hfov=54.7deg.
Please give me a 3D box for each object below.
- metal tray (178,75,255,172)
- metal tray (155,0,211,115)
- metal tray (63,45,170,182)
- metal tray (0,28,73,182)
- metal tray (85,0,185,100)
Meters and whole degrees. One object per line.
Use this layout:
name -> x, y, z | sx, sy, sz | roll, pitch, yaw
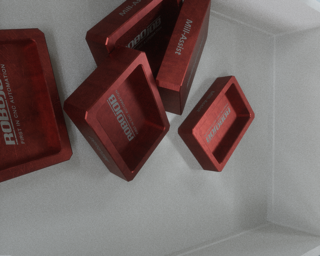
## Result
metal tray -> 0.093, -0.008, 0.483 | 0.130, 0.030, 0.090 | -51, 120, -28
metal tray -> 0.031, -0.091, 0.397 | 0.090, 0.030, 0.130 | 75, 33, -72
metal tray -> -0.037, -0.010, 0.335 | 0.090, 0.030, 0.130 | -54, 148, -23
metal tray -> -0.142, -0.021, 0.285 | 0.091, 0.030, 0.129 | -18, 102, -39
metal tray -> -0.019, -0.104, 0.363 | 0.130, 0.030, 0.090 | -50, 147, -27
